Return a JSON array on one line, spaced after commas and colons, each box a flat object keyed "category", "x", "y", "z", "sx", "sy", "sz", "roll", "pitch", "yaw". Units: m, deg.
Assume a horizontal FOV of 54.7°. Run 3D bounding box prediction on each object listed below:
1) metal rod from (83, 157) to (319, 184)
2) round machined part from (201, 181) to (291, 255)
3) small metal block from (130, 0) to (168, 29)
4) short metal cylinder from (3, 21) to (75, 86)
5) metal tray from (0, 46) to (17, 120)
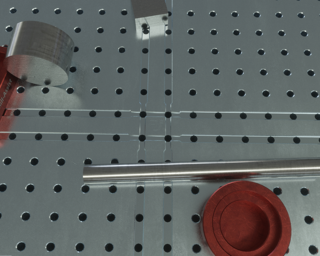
[{"category": "metal rod", "x": 0.057, "y": 0.054, "z": 0.392, "sx": 0.302, "sy": 0.025, "sz": 0.025, "roll": -2, "pitch": 70, "yaw": -1}, {"category": "round machined part", "x": 0.096, "y": 0.114, "z": 0.362, "sx": 0.099, "sy": 0.042, "sz": 0.098, "roll": 0, "pitch": 70, "yaw": -1}, {"category": "small metal block", "x": -0.017, "y": -0.185, "z": 0.479, "sx": 0.050, "sy": 0.025, "sz": 0.050, "roll": -11, "pitch": 71, "yaw": -5}, {"category": "short metal cylinder", "x": -0.160, "y": -0.097, "z": 0.416, "sx": 0.081, "sy": 0.080, "sz": 0.050, "roll": 5, "pitch": 70, "yaw": 1}, {"category": "metal tray", "x": -0.257, "y": -0.054, "z": 0.425, "sx": 0.090, "sy": 0.030, "sz": 0.130, "roll": 11, "pitch": 70, "yaw": 3}]
